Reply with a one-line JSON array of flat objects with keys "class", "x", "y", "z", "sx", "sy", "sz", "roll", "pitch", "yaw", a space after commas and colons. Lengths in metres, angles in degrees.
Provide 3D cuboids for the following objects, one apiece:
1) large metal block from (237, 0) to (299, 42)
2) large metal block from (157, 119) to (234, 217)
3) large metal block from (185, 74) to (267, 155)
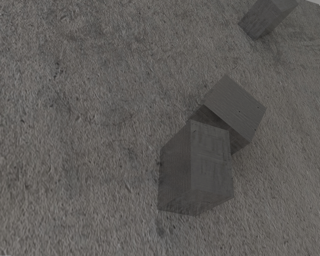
[{"class": "large metal block", "x": 0.218, "y": -0.230, "z": 0.626, "sx": 0.081, "sy": 0.080, "sz": 0.050, "roll": -33, "pitch": 80, "yaw": -38}, {"class": "large metal block", "x": 0.038, "y": 0.049, "z": 0.359, "sx": 0.050, "sy": 0.080, "sz": 0.080, "roll": 16, "pitch": 55, "yaw": -19}, {"class": "large metal block", "x": 0.097, "y": -0.018, "z": 0.451, "sx": 0.080, "sy": 0.050, "sz": 0.080, "roll": 40, "pitch": 51, "yaw": -1}]
